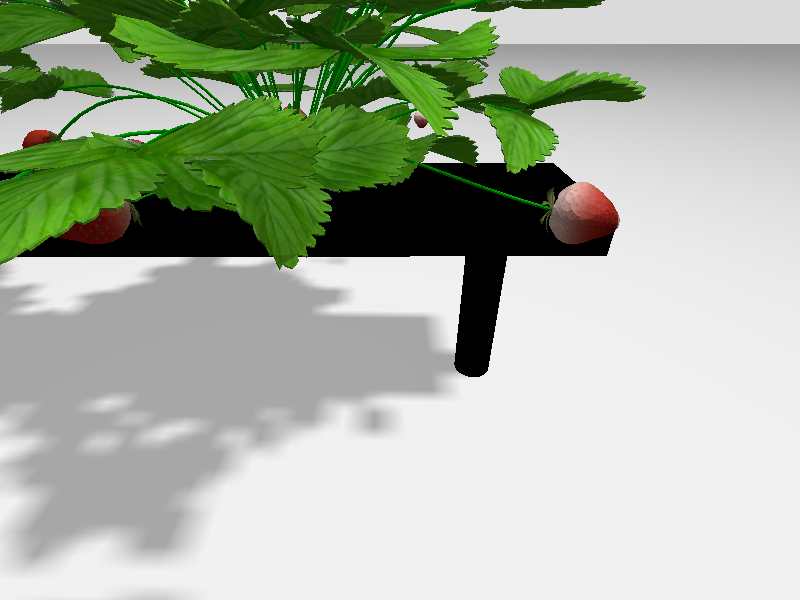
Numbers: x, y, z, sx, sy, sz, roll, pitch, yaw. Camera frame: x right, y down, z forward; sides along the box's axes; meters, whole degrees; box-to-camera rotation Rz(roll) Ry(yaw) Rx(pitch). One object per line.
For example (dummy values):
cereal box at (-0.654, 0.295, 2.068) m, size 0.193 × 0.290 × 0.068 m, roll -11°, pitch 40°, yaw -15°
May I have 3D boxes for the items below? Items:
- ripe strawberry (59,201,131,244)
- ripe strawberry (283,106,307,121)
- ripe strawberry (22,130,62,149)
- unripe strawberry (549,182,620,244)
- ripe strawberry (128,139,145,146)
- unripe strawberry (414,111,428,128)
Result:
ripe strawberry at (-0.194, -0.055, 0.246) m, size 0.046 × 0.039 × 0.046 m, roll 27°, pitch 43°, yaw 33°
ripe strawberry at (-0.135, -0.226, 0.507) m, size 0.034 × 0.036 × 0.037 m, roll -7°, pitch 26°, yaw -11°
ripe strawberry at (-0.359, -0.155, 0.403) m, size 0.031 × 0.031 × 0.034 m, roll 5°, pitch 34°, yaw 14°
unripe strawberry at (0.115, -0.052, 0.249) m, size 0.039 × 0.038 × 0.036 m, roll 18°, pitch 38°, yaw 23°
ripe strawberry at (-0.248, -0.130, 0.366) m, size 0.035 × 0.030 × 0.035 m, roll 5°, pitch 34°, yaw 8°
unripe strawberry at (0.029, -0.241, 0.535) m, size 0.022 × 0.022 × 0.019 m, roll 16°, pitch 37°, yaw 23°
